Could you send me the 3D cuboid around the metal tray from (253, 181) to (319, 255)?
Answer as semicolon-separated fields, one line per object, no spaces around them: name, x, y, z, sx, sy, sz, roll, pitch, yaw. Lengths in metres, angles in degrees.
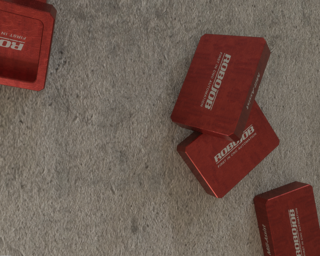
metal tray;0.202;0.158;0.481;0.091;0.030;0.129;-14;95;-20

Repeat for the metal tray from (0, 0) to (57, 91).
metal tray;-0.180;-0.094;0.314;0.131;0.030;0.089;9;123;-20

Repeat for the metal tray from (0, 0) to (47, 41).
metal tray;-0.170;-0.172;0.343;0.091;0.030;0.129;8;87;-20

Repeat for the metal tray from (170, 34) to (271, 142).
metal tray;0.078;-0.055;0.402;0.030;0.090;0.130;32;77;-55

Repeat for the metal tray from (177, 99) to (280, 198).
metal tray;0.100;0.024;0.443;0.131;0.030;0.090;-38;103;-16
